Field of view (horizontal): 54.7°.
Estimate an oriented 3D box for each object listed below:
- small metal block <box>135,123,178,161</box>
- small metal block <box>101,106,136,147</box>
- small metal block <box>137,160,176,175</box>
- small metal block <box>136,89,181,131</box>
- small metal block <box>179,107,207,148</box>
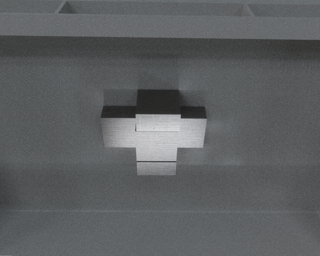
[{"bbox_3d":[-0.004,0.015,0.385,0.050,0.025,0.050,0,130,-1],"label":"small metal block"},{"bbox_3d":[-0.048,-0.001,0.405,0.050,0.025,0.050,0,130,-1],"label":"small metal block"},{"bbox_3d":[-0.004,0.037,0.420,0.050,0.050,0.025,0,130,-1],"label":"small metal block"},{"bbox_3d":[-0.002,-0.022,0.371,0.050,0.050,0.025,0,130,-1],"label":"small metal block"},{"bbox_3d":[0.032,-0.001,0.406,0.050,0.025,0.050,0,130,-1],"label":"small metal block"}]
